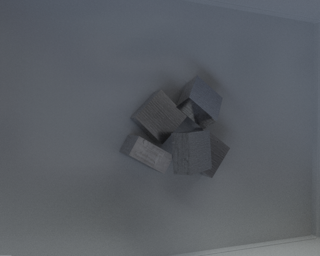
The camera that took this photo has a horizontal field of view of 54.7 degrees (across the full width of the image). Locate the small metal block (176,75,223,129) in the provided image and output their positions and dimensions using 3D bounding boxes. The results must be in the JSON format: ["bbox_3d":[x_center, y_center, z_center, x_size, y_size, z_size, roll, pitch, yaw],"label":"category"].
[{"bbox_3d":[0.055,-0.035,0.418,0.050,0.025,0.050,39,45,-17],"label":"small metal block"}]

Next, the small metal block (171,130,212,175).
[{"bbox_3d":[0.040,0.029,0.386,0.050,0.025,0.050,-5,92,-52],"label":"small metal block"}]

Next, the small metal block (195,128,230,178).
[{"bbox_3d":[0.061,0.034,0.432,0.050,0.025,0.050,37,78,-17],"label":"small metal block"}]

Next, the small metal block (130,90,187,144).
[{"bbox_3d":[-0.002,-0.014,0.408,0.050,0.025,0.050,45,76,-15],"label":"small metal block"}]

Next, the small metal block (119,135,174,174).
[{"bbox_3d":[-0.018,0.032,0.389,0.050,0.050,0.025,31,80,-18],"label":"small metal block"}]
